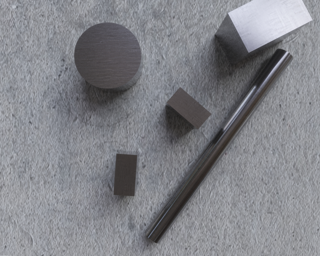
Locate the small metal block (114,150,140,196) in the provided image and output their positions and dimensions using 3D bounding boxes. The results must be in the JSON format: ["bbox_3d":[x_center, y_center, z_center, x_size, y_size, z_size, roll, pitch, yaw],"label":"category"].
[{"bbox_3d":[-0.042,0.056,0.397,0.025,0.050,0.050,4,90,0],"label":"small metal block"}]

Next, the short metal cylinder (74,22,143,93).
[{"bbox_3d":[-0.063,-0.087,0.397,0.081,0.050,0.079,0,90,-1],"label":"short metal cylinder"}]

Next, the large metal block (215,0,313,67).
[{"bbox_3d":[0.122,-0.124,0.384,0.080,0.080,0.050,-27,90,0],"label":"large metal block"}]

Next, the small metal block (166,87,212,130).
[{"bbox_3d":[0.035,-0.024,0.398,0.050,0.050,0.025,41,90,-1],"label":"small metal block"}]

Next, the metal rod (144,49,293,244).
[{"bbox_3d":[0.078,0.023,0.411,0.025,0.025,0.299,36,90,-1],"label":"metal rod"}]
